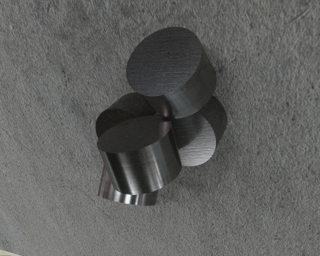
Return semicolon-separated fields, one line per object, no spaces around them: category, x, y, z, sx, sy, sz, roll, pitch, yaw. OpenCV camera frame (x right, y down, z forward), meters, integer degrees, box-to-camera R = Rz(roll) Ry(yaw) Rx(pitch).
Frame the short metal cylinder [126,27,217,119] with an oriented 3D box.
short metal cylinder;0.013;-0.056;0.321;0.080;0.080;0.050;1;157;27

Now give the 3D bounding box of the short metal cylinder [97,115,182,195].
short metal cylinder;-0.021;0.027;0.334;0.080;0.080;0.050;-1;118;28

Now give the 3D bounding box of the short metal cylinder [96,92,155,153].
short metal cylinder;-0.037;-0.001;0.409;0.080;0.050;0.079;13;124;20

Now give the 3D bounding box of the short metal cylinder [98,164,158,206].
short metal cylinder;-0.041;0.074;0.430;0.080;0.080;0.050;7;83;24

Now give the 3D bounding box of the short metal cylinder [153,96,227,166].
short metal cylinder;0.035;-0.001;0.371;0.080;0.050;0.079;13;124;20
